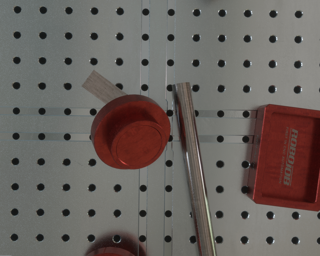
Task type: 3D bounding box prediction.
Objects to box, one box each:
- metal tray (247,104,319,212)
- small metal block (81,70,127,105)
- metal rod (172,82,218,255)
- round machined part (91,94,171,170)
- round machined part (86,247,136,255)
[{"bbox_3d":[0.172,0.038,0.411,0.091,0.030,0.129,8,90,0],"label":"metal tray"},{"bbox_3d":[-0.067,-0.046,0.400,0.050,0.050,0.025,36,90,0],"label":"small metal block"},{"bbox_3d":[0.051,0.089,0.413,0.025,0.025,0.298,-9,90,0],"label":"metal rod"},{"bbox_3d":[-0.031,0.012,0.380,0.099,0.042,0.097,-12,123,-19],"label":"round machined part"},{"bbox_3d":[-0.064,0.203,0.404,0.099,0.042,0.097,0,90,0],"label":"round machined part"}]
